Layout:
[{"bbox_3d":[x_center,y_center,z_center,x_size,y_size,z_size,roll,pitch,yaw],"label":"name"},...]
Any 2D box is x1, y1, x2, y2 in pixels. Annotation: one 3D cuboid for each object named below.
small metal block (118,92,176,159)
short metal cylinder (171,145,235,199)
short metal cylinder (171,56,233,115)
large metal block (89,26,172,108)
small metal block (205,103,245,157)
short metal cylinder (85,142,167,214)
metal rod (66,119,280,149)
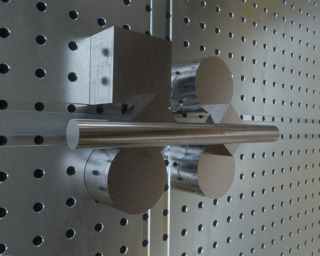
[{"bbox_3d":[-0.011,-0.003,0.335,0.050,0.025,0.050,-48,118,-29],"label":"small metal block"},{"bbox_3d":[0.063,0.057,0.446,0.081,0.050,0.080,0,90,-40],"label":"short metal cylinder"},{"bbox_3d":[0.060,-0.058,0.443,0.081,0.050,0.080,0,90,-40],"label":"short metal cylinder"},{"bbox_3d":[-0.033,-0.065,0.364,0.081,0.050,0.080,2,89,-40],"label":"large metal block"},{"bbox_3d":[0.086,0.003,0.417,0.050,0.025,0.050,48,62,-29],"label":"small metal block"},{"bbox_3d":[-0.039,0.054,0.359,0.081,0.050,0.080,0,90,-40],"label":"short metal cylinder"},{"bbox_3d":[0.045,0.007,0.348,0.302,0.025,0.025,1,90,-40],"label":"metal rod"}]
